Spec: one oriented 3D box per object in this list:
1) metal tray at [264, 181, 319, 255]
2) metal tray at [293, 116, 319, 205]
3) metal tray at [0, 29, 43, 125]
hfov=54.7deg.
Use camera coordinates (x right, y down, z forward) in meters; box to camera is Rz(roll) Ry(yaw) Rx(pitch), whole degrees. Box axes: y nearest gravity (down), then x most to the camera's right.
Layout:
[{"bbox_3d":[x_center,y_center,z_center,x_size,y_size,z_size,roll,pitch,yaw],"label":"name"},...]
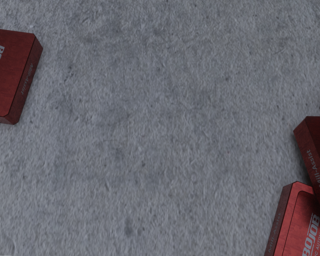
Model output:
[{"bbox_3d":[0.176,0.138,0.357,0.090,0.030,0.130,21,71,7],"label":"metal tray"},{"bbox_3d":[0.226,0.048,0.369,0.091,0.030,0.130,1,57,-10],"label":"metal tray"},{"bbox_3d":[-0.228,-0.075,0.430,0.091,0.030,0.130,8,70,2],"label":"metal tray"}]
